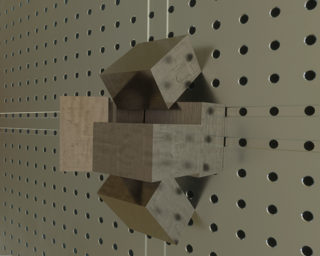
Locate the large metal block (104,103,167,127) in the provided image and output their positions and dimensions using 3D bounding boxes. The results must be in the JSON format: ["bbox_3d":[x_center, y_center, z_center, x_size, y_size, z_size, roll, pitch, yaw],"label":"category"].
[{"bbox_3d":[-0.036,0.006,0.425,0.080,0.050,0.080,9,96,39],"label":"large metal block"}]

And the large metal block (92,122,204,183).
[{"bbox_3d":[-0.011,0.020,0.318,0.080,0.081,0.050,2,91,40],"label":"large metal block"}]

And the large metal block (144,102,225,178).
[{"bbox_3d":[0.028,0.010,0.370,0.080,0.050,0.080,4,93,40],"label":"large metal block"}]

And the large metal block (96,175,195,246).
[{"bbox_3d":[-0.016,0.091,0.380,0.080,0.050,0.080,3,137,40],"label":"large metal block"}]

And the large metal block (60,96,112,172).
[{"bbox_3d":[-0.084,0.005,0.368,0.050,0.080,0.080,1,91,-5],"label":"large metal block"}]

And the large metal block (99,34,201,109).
[{"bbox_3d":[-0.010,-0.066,0.373,0.080,0.080,0.050,3,130,40],"label":"large metal block"}]
